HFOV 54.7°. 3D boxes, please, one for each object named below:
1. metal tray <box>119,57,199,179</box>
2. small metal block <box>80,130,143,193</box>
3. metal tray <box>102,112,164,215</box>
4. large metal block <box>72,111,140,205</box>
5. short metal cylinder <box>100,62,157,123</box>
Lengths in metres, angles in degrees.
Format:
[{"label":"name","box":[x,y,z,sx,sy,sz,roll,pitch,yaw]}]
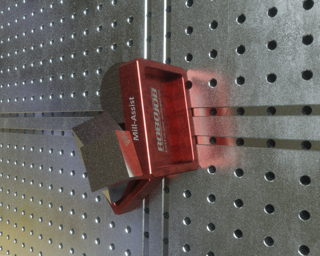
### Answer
[{"label":"metal tray","box":[0.001,-0.010,0.364,0.030,0.091,0.129,-12,83,39]},{"label":"small metal block","box":[-0.052,0.035,0.327,0.050,0.025,0.050,-25,74,25]},{"label":"metal tray","box":[-0.061,0.047,0.452,0.090,0.030,0.130,-50,61,28]},{"label":"large metal block","box":[-0.066,0.039,0.405,0.080,0.050,0.080,47,153,29]},{"label":"short metal cylinder","box":[-0.036,-0.046,0.420,0.080,0.050,0.079,0,90,39]}]
